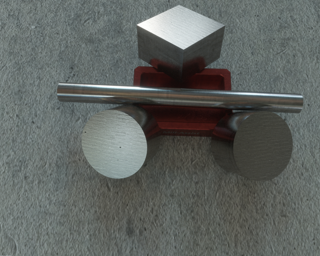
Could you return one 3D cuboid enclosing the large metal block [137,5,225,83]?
[{"bbox_3d":[0.027,-0.115,0.415,0.080,0.050,0.080,36,56,28],"label":"large metal block"}]

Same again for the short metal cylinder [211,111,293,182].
[{"bbox_3d":[0.109,0.020,0.372,0.081,0.050,0.079,-1,93,-19],"label":"short metal cylinder"}]

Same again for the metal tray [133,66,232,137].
[{"bbox_3d":[0.029,-0.036,0.420,0.131,0.030,0.090,2,70,0],"label":"metal tray"}]

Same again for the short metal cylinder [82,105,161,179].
[{"bbox_3d":[-0.045,0.014,0.371,0.080,0.050,0.079,3,102,17],"label":"short metal cylinder"}]

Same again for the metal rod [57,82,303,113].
[{"bbox_3d":[0.024,-0.038,0.392,0.302,0.025,0.025,3,70,1],"label":"metal rod"}]
